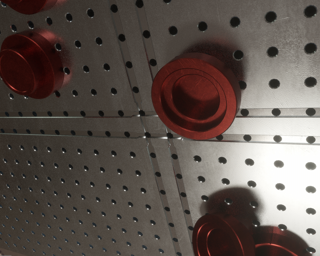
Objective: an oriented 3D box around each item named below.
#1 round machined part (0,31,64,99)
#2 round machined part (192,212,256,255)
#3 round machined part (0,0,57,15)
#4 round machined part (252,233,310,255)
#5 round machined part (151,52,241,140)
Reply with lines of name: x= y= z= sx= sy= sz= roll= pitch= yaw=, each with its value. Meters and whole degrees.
round machined part: x=-0.193 y=-0.086 z=0.446 sx=0.098 sy=0.042 sz=0.097 roll=13 pitch=124 yaw=20
round machined part: x=0.093 y=0.167 z=0.433 sx=0.098 sy=0.042 sz=0.097 roll=5 pitch=96 yaw=54
round machined part: x=-0.173 y=-0.187 z=0.373 sx=0.098 sy=0.042 sz=0.097 roll=13 pitch=124 yaw=20
round machined part: x=0.161 y=0.200 z=0.438 sx=0.098 sy=0.042 sz=0.097 roll=13 pitch=124 yaw=20
round machined part: x=0.043 y=-0.038 z=0.353 sx=0.098 sy=0.042 sz=0.097 roll=13 pitch=124 yaw=20
